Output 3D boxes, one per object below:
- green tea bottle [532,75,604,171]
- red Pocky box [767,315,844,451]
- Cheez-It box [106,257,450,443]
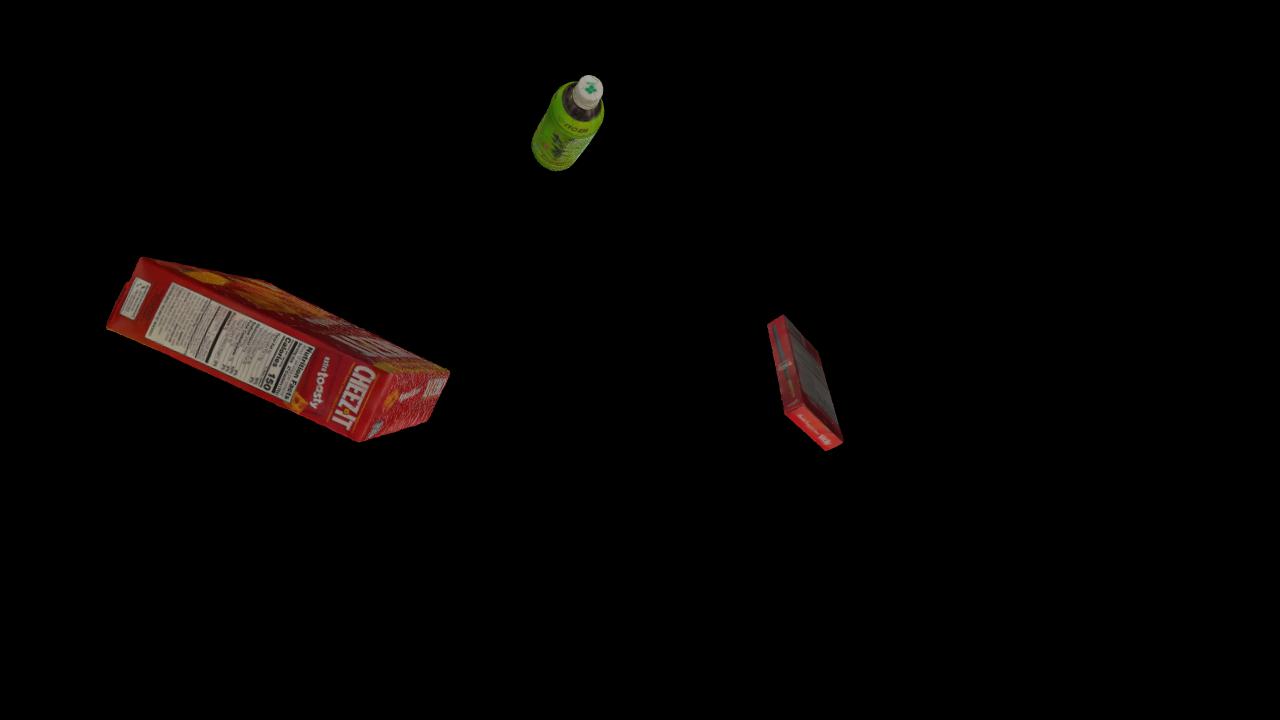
[{"bbox_3d":[-0.091,-0.313,0.808,0.073,0.073,0.212,0,-3,-21],"label":"green tea bottle"},{"bbox_3d":[0.188,0.023,0.710,0.028,0.155,0.083,-32,-57,27],"label":"red Pocky box"},{"bbox_3d":[-0.306,-0.008,0.560,0.223,0.071,0.166,26,0,-1],"label":"Cheez-It box"}]
